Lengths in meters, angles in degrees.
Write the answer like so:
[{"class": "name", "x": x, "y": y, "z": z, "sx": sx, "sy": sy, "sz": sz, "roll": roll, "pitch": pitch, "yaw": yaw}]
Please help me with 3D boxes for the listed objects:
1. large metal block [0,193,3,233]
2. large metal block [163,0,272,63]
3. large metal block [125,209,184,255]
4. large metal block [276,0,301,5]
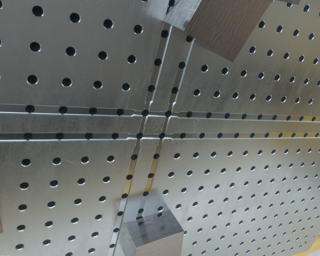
[{"class": "large metal block", "x": -0.215, "y": 0.074, "z": 0.324, "sx": 0.081, "sy": 0.050, "sz": 0.079, "roll": -8, "pitch": 122, "yaw": -25}, {"class": "large metal block", "x": 0.064, "y": -0.133, "z": 0.350, "sx": 0.080, "sy": 0.050, "sz": 0.080, "roll": 21, "pitch": 107, "yaw": -36}, {"class": "large metal block", "x": -0.011, "y": 0.191, "z": 0.509, "sx": 0.081, "sy": 0.050, "sz": 0.079, "roll": -11, "pitch": 123, "yaw": -23}, {"class": "large metal block", "x": 0.135, "y": -0.197, "z": 0.349, "sx": 0.081, "sy": 0.050, "sz": 0.079, "roll": 11, "pitch": 113, "yaw": -34}]
